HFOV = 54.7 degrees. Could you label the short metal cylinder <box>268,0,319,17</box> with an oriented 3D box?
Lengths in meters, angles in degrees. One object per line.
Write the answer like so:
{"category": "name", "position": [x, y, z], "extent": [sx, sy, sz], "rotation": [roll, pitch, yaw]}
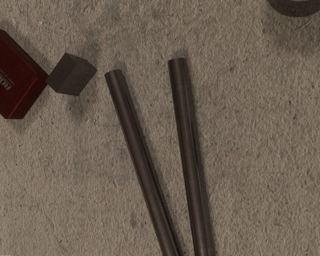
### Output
{"category": "short metal cylinder", "position": [0.157, -0.170, 0.340], "extent": [0.080, 0.050, 0.079], "rotation": [0, 90, 19]}

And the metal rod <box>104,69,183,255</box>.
{"category": "metal rod", "position": [-0.018, 0.064, 0.414], "extent": [0.025, 0.025, 0.299], "rotation": [-21, 83, 18]}

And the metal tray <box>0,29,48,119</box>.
{"category": "metal tray", "position": [-0.246, -0.087, 0.491], "extent": [0.130, 0.030, 0.090], "rotation": [43, 103, 14]}

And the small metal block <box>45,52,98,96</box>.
{"category": "small metal block", "position": [-0.124, -0.074, 0.438], "extent": [0.025, 0.050, 0.050], "rotation": [44, 103, 14]}

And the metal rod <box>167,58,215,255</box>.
{"category": "metal rod", "position": [0.042, 0.060, 0.393], "extent": [0.025, 0.025, 0.298], "rotation": [-9, 87, 19]}
